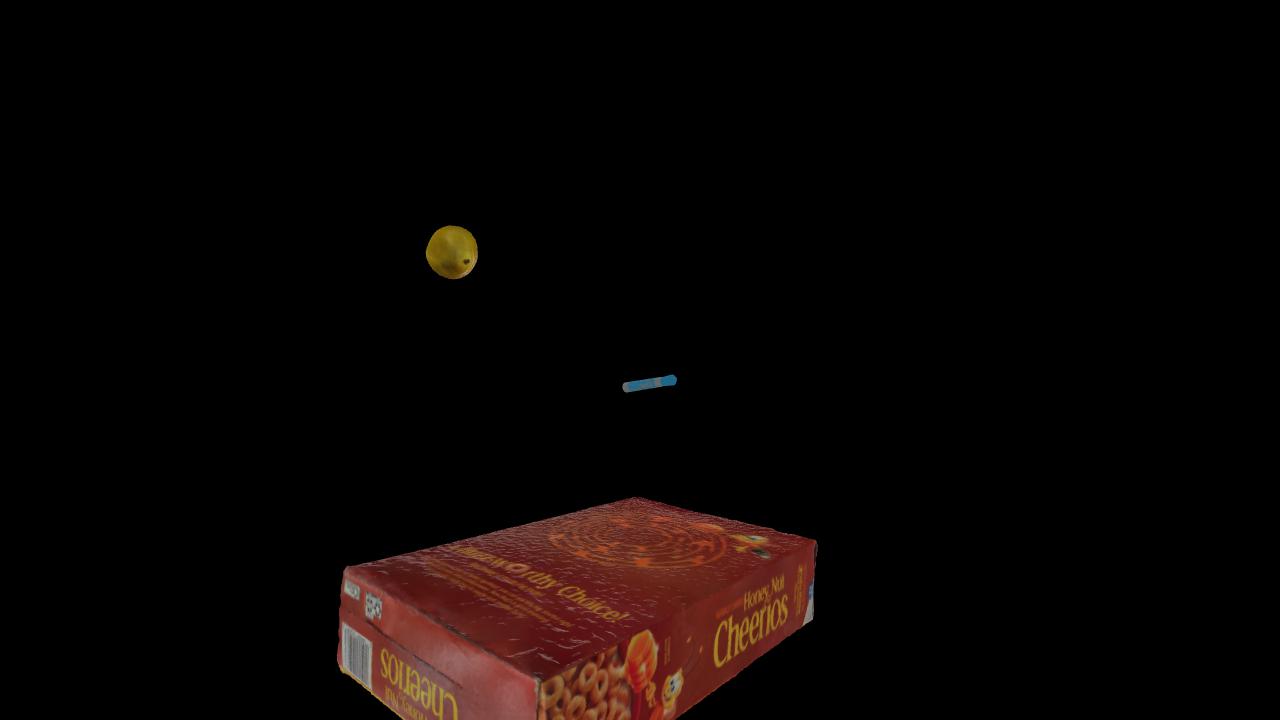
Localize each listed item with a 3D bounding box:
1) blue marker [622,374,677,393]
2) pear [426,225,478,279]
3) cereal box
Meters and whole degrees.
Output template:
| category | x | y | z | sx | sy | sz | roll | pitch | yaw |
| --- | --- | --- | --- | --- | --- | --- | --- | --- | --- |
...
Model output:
| category | x | y | z | sx | sy | sz | roll | pitch | yaw |
| --- | --- | --- | --- | --- | --- | --- | --- | --- | --- |
| blue marker | 0.017 | 0.041 | 1.074 | 0.121 | 0.020 | 0.020 | -11 | -8 | 44 |
| pear | -0.271 | -0.151 | 0.915 | 0.080 | 0.080 | 0.111 | 0 | 32 | -35 |
| cereal box | -0.026 | 0.177 | 0.456 | 0.203 | 0.081 | 0.306 | 3 | 1 | 39 |
